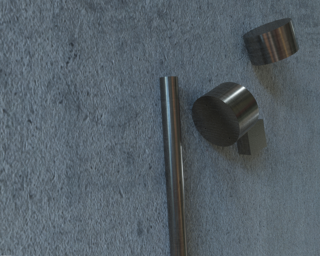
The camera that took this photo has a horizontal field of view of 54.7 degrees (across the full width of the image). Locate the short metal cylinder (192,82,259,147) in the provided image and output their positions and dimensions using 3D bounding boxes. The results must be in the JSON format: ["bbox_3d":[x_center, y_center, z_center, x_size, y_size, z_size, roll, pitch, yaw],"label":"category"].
[{"bbox_3d":[0.093,-0.020,0.447,0.050,0.080,0.080,-34,111,-35],"label":"short metal cylinder"}]

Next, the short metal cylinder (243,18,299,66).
[{"bbox_3d":[0.188,-0.146,0.526,0.080,0.080,0.050,-38,114,-33],"label":"short metal cylinder"}]

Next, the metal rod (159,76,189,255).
[{"bbox_3d":[0.021,0.081,0.422,0.025,0.025,0.298,-6,94,-40],"label":"metal rod"}]

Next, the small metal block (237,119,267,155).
[{"bbox_3d":[0.158,0.015,0.537,0.050,0.025,0.050,-20,103,-38],"label":"small metal block"}]
